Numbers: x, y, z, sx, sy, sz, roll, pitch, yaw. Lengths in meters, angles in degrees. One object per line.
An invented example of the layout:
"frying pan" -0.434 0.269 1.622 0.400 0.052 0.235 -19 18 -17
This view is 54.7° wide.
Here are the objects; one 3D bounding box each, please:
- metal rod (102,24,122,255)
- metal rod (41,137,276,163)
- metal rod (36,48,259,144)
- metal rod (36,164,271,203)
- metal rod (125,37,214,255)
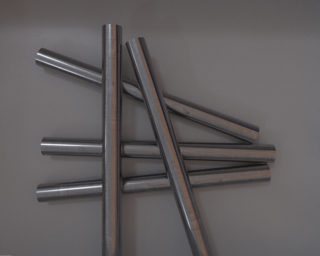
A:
"metal rod" -0.059 0.024 0.383 0.025 0.025 0.298 0 90 -1
"metal rod" -0.001 0.029 0.409 0.302 0.025 0.025 2 90 -1
"metal rod" -0.016 -0.042 0.409 0.302 0.025 0.025 20 90 -1
"metal rod" -0.007 0.073 0.410 0.302 0.025 0.025 -5 90 -1
"metal rod" 0.014 0.034 0.385 0.025 0.025 0.298 -18 90 0
